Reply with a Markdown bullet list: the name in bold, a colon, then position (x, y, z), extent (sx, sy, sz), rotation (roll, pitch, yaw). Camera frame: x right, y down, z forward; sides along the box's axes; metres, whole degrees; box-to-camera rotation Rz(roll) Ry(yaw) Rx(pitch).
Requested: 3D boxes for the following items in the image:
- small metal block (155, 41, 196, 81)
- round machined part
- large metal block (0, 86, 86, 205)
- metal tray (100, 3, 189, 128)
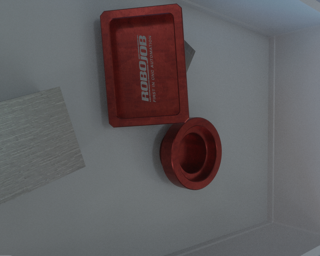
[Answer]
- **small metal block**: position (0.012, -0.083, 0.402), extent (0.025, 0.050, 0.050), rotation (36, 68, -35)
- **round machined part**: position (0.038, 0.034, 0.430), extent (0.099, 0.042, 0.097), rotation (0, 90, -40)
- **large metal block**: position (-0.127, 0.012, 0.285), extent (0.081, 0.050, 0.080), rotation (-24, 106, -38)
- **metal tray**: position (-0.016, -0.068, 0.355), extent (0.030, 0.090, 0.129), rotation (-37, 123, -83)
